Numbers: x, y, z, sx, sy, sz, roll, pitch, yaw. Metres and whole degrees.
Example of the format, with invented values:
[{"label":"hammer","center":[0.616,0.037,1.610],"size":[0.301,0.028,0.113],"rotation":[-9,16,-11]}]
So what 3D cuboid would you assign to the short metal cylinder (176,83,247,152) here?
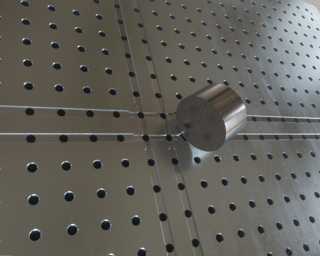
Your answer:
[{"label":"short metal cylinder","center":[0.069,-0.015,0.421],"size":[0.050,0.080,0.080],"rotation":[-32,80,-38]}]
